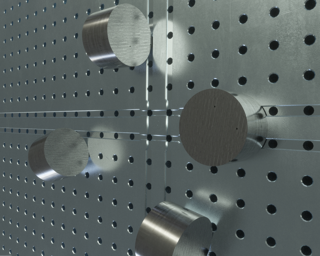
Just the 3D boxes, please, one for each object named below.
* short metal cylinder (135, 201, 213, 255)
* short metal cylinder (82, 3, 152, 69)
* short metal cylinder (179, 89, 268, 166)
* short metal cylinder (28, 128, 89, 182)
[{"bbox_3d":[0.018,0.132,0.359,0.050,0.081,0.079,15,100,39],"label":"short metal cylinder"},{"bbox_3d":[-0.057,-0.122,0.421,0.050,0.081,0.079,3,92,40],"label":"short metal cylinder"},{"bbox_3d":[0.068,-0.001,0.337,0.080,0.050,0.079,0,90,40],"label":"short metal cylinder"},{"bbox_3d":[-0.166,0.045,0.511,0.050,0.081,0.080,-21,77,38],"label":"short metal cylinder"}]
